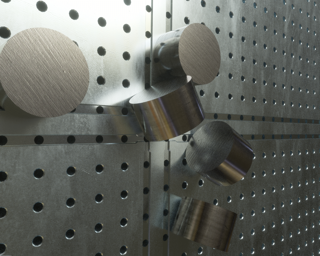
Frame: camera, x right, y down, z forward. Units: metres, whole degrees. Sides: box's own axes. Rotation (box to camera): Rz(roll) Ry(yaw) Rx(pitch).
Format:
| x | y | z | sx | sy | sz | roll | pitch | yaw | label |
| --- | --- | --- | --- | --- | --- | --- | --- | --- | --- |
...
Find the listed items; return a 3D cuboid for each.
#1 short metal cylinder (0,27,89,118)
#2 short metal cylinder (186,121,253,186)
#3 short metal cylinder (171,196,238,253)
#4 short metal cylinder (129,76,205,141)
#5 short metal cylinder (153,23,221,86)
| x | y | z | sx | sy | sz | roll | pitch | yaw | label |
| --- | --- | --- | --- | --- | --- | --- | --- | --- | --- |
| -0.116 | -0.049 | 0.295 | 0.081 | 0.050 | 0.079 | 0 | 91 | -40 | short metal cylinder |
| 0.084 | 0.036 | 0.443 | 0.050 | 0.080 | 0.080 | 36 | 68 | -35 | short metal cylinder |
| 0.061 | 0.131 | 0.424 | 0.080 | 0.080 | 0.050 | 31 | 71 | -36 | short metal cylinder |
| 0.009 | -0.025 | 0.381 | 0.081 | 0.080 | 0.050 | -36 | 112 | -34 | short metal cylinder |
| 0.038 | -0.097 | 0.424 | 0.081 | 0.050 | 0.079 | 0 | 90 | -40 | short metal cylinder |
